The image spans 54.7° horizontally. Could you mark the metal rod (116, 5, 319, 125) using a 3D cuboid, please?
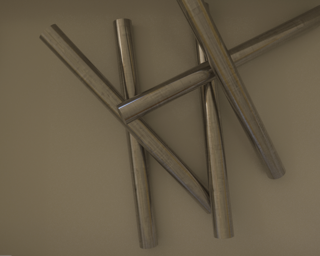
[{"bbox_3d":[0.086,-0.084,0.383,0.302,0.025,0.025,-28,90,-12],"label":"metal rod"}]

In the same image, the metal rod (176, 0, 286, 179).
[{"bbox_3d":[0.081,-0.057,0.359,0.025,0.025,0.299,-33,112,0],"label":"metal rod"}]

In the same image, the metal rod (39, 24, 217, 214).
[{"bbox_3d":[-0.029,-0.003,0.385,0.025,0.025,0.300,-43,101,0],"label":"metal rod"}]

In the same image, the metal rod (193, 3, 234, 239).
[{"bbox_3d":[0.066,-0.014,0.398,0.025,0.025,0.298,-5,85,-1],"label":"metal rod"}]

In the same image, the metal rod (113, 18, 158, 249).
[{"bbox_3d":[-0.032,0.007,0.411,0.025,0.025,0.298,-7,90,0],"label":"metal rod"}]
